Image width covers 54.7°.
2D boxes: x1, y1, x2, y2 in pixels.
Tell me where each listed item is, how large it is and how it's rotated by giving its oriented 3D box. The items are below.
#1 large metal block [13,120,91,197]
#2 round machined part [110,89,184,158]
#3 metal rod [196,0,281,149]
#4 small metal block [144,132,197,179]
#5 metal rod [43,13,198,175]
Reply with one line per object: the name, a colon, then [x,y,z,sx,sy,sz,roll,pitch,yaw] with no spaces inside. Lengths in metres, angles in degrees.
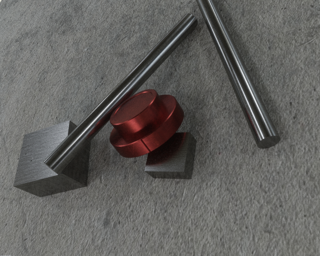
large metal block: [-0.148,0.045,0.436,0.080,0.050,0.080,-16,55,19]
round machined part: [-0.023,-0.012,0.387,0.098,0.042,0.098,-27,27,15]
metal rod: [0.091,-0.104,0.418,0.025,0.025,0.299,-22,53,14]
small metal block: [0.014,0.034,0.375,0.050,0.025,0.050,-3,60,26]
metal rod: [-0.042,-0.059,0.427,0.025,0.025,0.301,24,64,36]
